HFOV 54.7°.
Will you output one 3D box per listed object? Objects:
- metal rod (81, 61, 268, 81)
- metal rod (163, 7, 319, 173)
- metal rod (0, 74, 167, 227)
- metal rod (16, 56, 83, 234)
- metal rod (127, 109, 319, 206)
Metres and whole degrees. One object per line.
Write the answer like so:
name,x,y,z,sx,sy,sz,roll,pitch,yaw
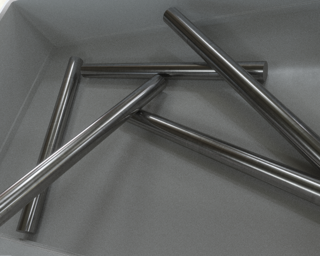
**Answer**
metal rod,0.001,-0.084,0.456,0.300,0.025,0.025,6,65,31
metal rod,0.093,-0.058,0.366,0.025,0.025,0.300,-39,59,2
metal rod,-0.091,0.019,0.359,0.025,0.025,0.302,18,46,35
metal rod,-0.165,0.009,0.486,0.025,0.025,0.299,-8,58,24
metal rod,0.057,0.021,0.362,0.300,0.025,0.025,23,74,36
